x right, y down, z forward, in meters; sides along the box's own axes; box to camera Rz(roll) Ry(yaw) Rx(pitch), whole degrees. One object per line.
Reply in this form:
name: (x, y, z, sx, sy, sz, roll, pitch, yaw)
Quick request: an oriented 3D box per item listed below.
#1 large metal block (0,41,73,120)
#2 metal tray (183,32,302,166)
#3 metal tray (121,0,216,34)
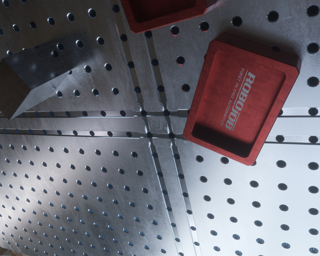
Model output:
large metal block: (-0.182, -0.066, 0.431, 0.050, 0.080, 0.080, 49, 129, -7)
metal tray: (0.085, -0.028, 0.345, 0.090, 0.030, 0.129, 23, 127, 14)
metal tray: (-0.006, -0.169, 0.306, 0.090, 0.030, 0.129, -6, 116, 30)
